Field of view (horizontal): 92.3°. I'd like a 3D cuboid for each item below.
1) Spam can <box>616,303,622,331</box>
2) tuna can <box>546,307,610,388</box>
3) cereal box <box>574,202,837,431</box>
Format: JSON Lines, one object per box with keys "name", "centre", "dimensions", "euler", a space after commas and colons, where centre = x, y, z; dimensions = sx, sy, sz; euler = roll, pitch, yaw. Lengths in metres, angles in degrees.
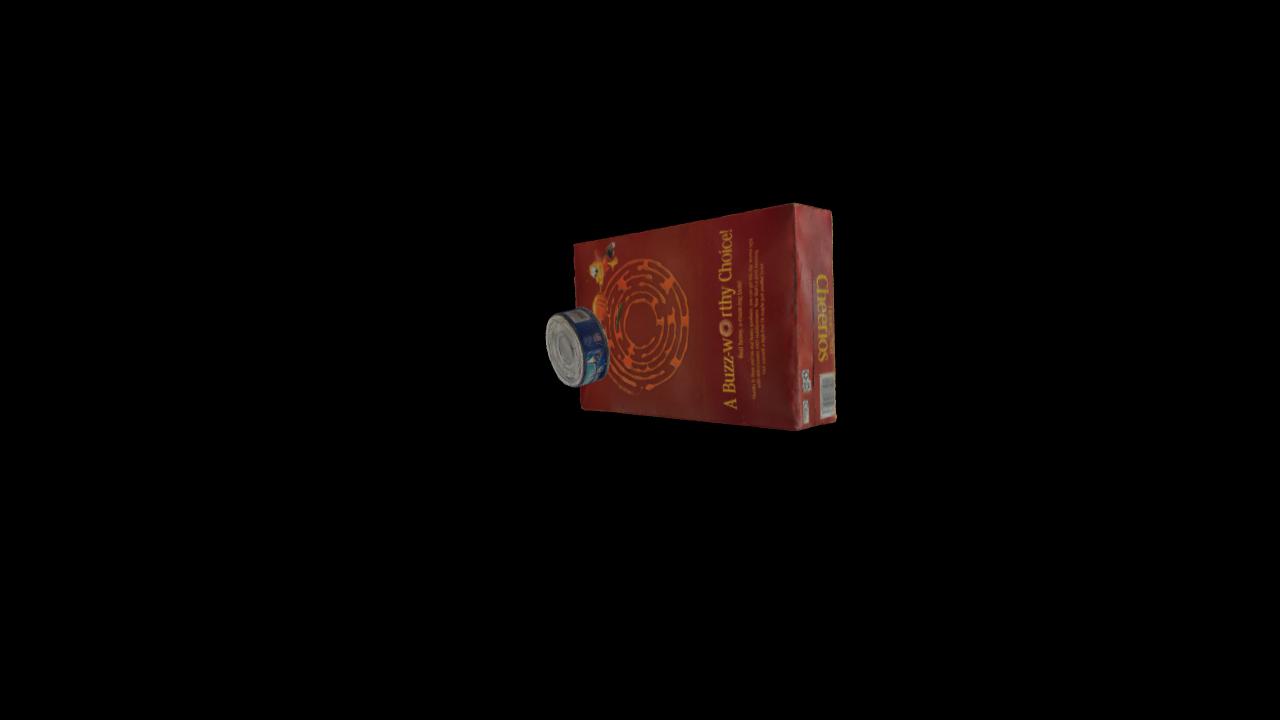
{"name": "Spam can", "centre": [0.033, -0.046, 0.705], "dimensions": [0.085, 0.058, 0.101], "euler": [16, 25, 22]}
{"name": "tuna can", "centre": [-0.069, -0.013, 0.665], "dimensions": [0.034, 0.084, 0.084], "euler": [-17, 10, -33]}
{"name": "cereal box", "centre": [0.053, -0.040, 0.658], "dimensions": [0.081, 0.203, 0.306], "euler": [-5, 4, -44]}
